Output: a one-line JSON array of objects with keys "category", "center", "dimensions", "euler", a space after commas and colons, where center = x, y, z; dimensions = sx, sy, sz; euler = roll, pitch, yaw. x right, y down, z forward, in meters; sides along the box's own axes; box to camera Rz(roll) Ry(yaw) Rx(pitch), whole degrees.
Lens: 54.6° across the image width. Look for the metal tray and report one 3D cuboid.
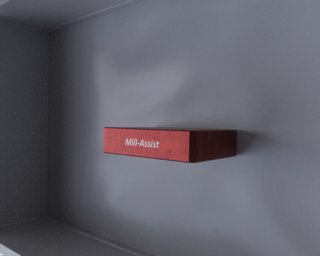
[{"category": "metal tray", "center": [0.010, 0.015, 0.357], "dimensions": [0.130, 0.091, 0.030], "euler": [2, 91, 40]}]
